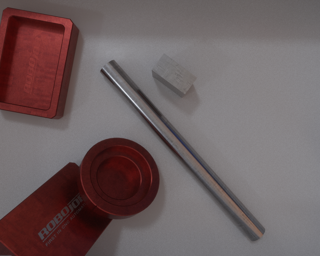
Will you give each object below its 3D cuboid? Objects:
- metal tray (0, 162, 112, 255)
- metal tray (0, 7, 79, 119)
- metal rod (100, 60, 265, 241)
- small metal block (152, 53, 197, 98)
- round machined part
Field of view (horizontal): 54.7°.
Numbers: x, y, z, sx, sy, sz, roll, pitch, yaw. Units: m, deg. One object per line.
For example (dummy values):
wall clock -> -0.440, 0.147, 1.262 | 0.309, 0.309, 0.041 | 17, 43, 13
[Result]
metal tray -> -0.116, 0.109, 0.361 | 0.090, 0.131, 0.030 | 42, 126, 0
metal tray -> -0.165, -0.082, 0.406 | 0.091, 0.030, 0.129 | 11, 90, -1
metal rod -> 0.030, 0.030, 0.411 | 0.025, 0.025, 0.300 | -42, 91, 0
small metal block -> 0.018, -0.066, 0.399 | 0.050, 0.050, 0.025 | 37, 90, -1
round machined part -> -0.054, 0.065, 0.387 | 0.099, 0.042, 0.098 | 12, 59, -21
